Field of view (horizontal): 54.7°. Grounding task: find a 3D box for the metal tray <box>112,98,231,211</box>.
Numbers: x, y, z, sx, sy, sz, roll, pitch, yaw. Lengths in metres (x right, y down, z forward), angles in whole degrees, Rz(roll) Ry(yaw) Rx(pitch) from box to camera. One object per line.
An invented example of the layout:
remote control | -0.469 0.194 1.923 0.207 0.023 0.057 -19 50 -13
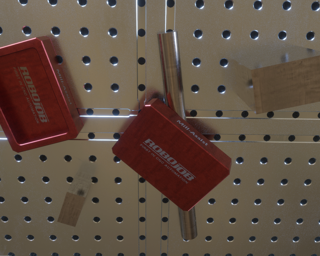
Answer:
metal tray | 0.014 0.036 0.399 0.130 0.030 0.090 40 118 -1

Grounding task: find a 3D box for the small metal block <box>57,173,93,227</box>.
small metal block | -0.118 0.100 0.435 0.025 0.050 0.050 20 109 -7

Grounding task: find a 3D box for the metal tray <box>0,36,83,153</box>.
metal tray | -0.164 -0.041 0.393 0.090 0.030 0.129 -14 110 5

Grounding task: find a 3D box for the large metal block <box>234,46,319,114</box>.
large metal block | 0.139 -0.059 0.364 0.080 0.080 0.050 -12 110 4

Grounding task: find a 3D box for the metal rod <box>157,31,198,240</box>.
metal rod | 0.027 0.024 0.422 0.025 0.025 0.298 -7 110 2
